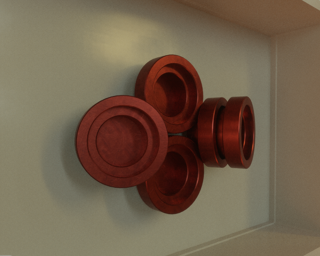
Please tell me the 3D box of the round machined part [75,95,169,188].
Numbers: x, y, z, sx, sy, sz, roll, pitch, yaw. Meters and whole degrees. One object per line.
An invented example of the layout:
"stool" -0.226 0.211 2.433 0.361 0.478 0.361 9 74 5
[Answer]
"round machined part" -0.044 0.014 0.343 0.099 0.042 0.097 0 90 -19

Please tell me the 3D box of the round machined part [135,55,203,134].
"round machined part" 0.007 -0.042 0.398 0.099 0.042 0.097 0 90 -40

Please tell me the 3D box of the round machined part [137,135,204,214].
"round machined part" 0.008 0.057 0.400 0.099 0.042 0.097 0 90 -40

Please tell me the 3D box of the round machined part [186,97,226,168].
"round machined part" 0.070 0.006 0.438 0.098 0.042 0.097 2 87 -62

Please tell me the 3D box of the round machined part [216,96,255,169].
"round machined part" 0.100 0.006 0.426 0.098 0.042 0.097 0 90 -62
